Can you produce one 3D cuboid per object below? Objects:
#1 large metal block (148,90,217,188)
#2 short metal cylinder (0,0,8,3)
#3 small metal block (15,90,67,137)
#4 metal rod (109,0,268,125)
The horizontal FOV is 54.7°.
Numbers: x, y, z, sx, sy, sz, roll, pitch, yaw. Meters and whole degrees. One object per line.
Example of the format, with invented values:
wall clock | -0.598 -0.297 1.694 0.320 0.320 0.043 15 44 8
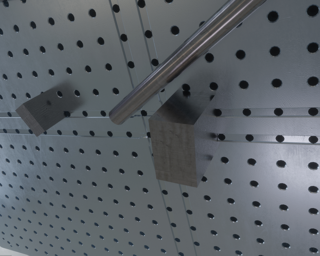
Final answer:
large metal block | 0.031 0.010 0.365 0.050 0.080 0.079 8 122 24
short metal cylinder | -0.237 -0.199 0.397 0.080 0.050 0.079 13 124 21
small metal block | -0.182 -0.022 0.477 0.025 0.050 0.050 -27 104 37
metal rod | 0.034 -0.085 0.340 0.025 0.025 0.299 49 129 -6
